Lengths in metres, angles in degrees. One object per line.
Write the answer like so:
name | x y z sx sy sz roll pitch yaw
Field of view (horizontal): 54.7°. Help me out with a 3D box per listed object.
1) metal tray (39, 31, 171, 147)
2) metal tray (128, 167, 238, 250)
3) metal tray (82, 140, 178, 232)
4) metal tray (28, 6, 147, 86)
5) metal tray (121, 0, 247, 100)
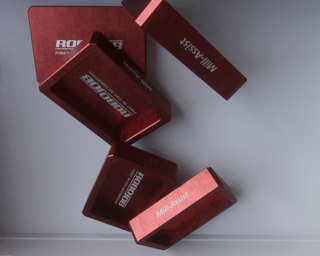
metal tray | -0.060 -0.036 0.365 0.090 0.030 0.130 -32 125 24
metal tray | 0.034 0.113 0.417 0.130 0.030 0.090 -36 144 6
metal tray | -0.043 0.085 0.419 0.090 0.030 0.129 23 125 -9
metal tray | -0.082 -0.098 0.372 0.131 0.030 0.089 0 110 0
metal tray | 0.025 -0.090 0.323 0.130 0.090 0.030 33 108 -32
